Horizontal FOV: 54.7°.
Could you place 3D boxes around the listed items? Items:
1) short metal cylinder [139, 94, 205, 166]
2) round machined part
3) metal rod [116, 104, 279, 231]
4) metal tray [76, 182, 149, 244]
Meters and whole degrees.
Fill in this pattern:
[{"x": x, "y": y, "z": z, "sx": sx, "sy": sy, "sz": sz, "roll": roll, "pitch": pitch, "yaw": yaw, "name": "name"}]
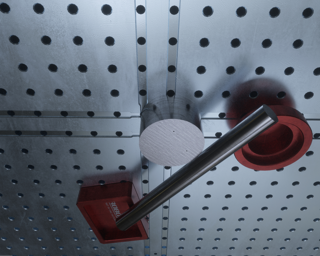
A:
[{"x": 0.014, "y": 0.004, "z": 0.398, "sx": 0.080, "sy": 0.050, "sz": 0.079, "roll": 0, "pitch": 130, "yaw": 0, "name": "short metal cylinder"}, {"x": 0.143, "y": 0.008, "z": 0.409, "sx": 0.099, "sy": 0.042, "sz": 0.097, "roll": 0, "pitch": 130, "yaw": 0, "name": "round machined part"}, {"x": 0.030, "y": 0.069, "z": 0.423, "sx": 0.025, "sy": 0.025, "sz": 0.299, "roll": 31, "pitch": 126, "yaw": -24, "name": "metal rod"}, {"x": -0.077, "y": 0.150, "z": 0.534, "sx": 0.090, "sy": 0.030, "sz": 0.129, "roll": -9, "pitch": 130, "yaw": 7, "name": "metal tray"}]
